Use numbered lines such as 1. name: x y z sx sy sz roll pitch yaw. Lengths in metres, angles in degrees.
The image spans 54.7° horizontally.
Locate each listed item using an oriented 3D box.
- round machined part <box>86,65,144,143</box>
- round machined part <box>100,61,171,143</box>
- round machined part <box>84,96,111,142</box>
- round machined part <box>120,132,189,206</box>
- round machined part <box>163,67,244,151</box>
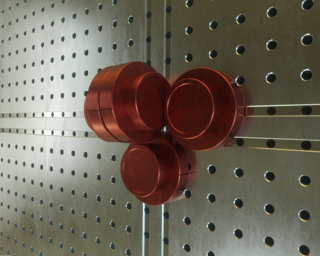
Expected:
1. round machined part: -0.054 -0.030 0.396 0.042 0.099 0.097 2 91 40
2. round machined part: -0.020 -0.031 0.369 0.042 0.099 0.097 -1 90 40
3. round machined part: -0.075 -0.027 0.457 0.098 0.042 0.097 0 90 39
4. round machined part: -0.014 0.054 0.407 0.098 0.042 0.097 0 90 39
5. round machined part: 0.043 -0.022 0.360 0.098 0.042 0.097 0 90 39
